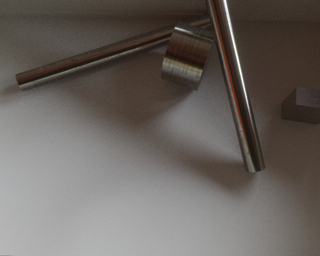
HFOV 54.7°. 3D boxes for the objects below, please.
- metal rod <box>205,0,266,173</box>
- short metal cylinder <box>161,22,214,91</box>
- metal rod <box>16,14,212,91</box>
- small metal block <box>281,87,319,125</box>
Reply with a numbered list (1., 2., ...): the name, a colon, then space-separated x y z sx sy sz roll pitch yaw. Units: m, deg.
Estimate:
1. metal rod: 0.084 -0.091 0.377 0.025 0.025 0.298 -16 97 -6
2. short metal cylinder: 0.039 -0.096 0.416 0.050 0.080 0.080 19 71 6
3. metal rod: -0.054 -0.114 0.450 0.302 0.025 0.025 -20 72 -8
4. small metal block: 0.195 -0.028 0.409 0.050 0.050 0.025 9 71 3
